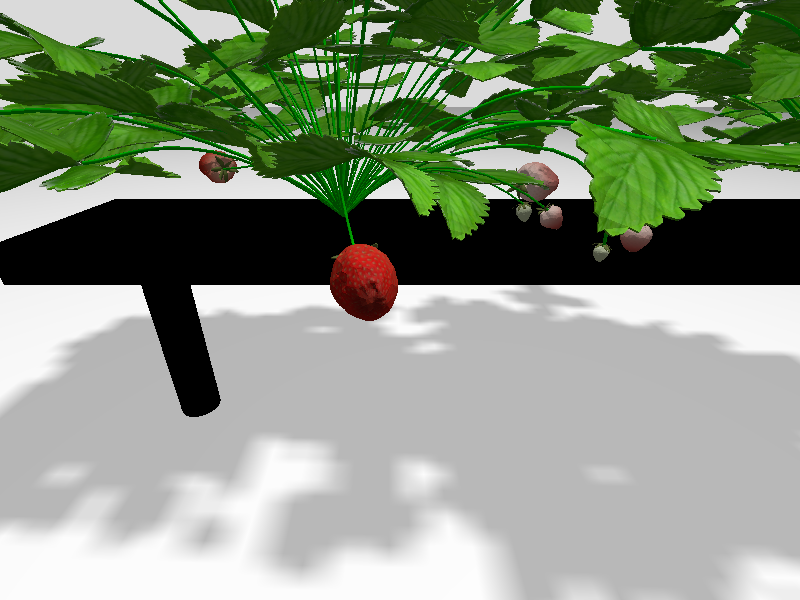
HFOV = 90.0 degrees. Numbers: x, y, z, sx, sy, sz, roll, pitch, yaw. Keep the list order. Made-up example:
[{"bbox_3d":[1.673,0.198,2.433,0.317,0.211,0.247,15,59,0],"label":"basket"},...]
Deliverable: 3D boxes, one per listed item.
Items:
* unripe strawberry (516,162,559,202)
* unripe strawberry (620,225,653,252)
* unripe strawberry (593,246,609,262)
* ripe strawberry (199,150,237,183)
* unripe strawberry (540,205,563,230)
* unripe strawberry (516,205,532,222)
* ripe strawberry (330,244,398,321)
[{"bbox_3d":[0.136,-0.116,0.394,0.038,0.037,0.042,-7,28,-15],"label":"unripe strawberry"},{"bbox_3d":[0.162,-0.043,0.277,0.019,0.020,0.018,10,29,19],"label":"unripe strawberry"},{"bbox_3d":[0.130,-0.030,0.259,0.010,0.011,0.011,15,31,27],"label":"unripe strawberry"},{"bbox_3d":[-0.218,-0.159,0.477,0.038,0.037,0.041,21,34,36],"label":"ripe strawberry"},{"bbox_3d":[0.122,-0.065,0.320,0.019,0.019,0.018,-38,13,27],"label":"unripe strawberry"},{"bbox_3d":[0.106,-0.074,0.341,0.013,0.015,0.015,-12,25,11],"label":"unripe strawberry"},{"bbox_3d":[-0.016,-0.007,0.184,0.032,0.036,0.034,-5,28,-9],"label":"ripe strawberry"}]
